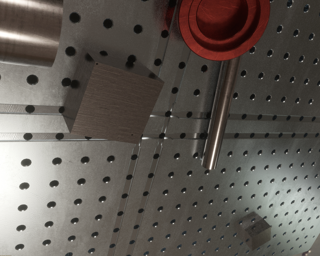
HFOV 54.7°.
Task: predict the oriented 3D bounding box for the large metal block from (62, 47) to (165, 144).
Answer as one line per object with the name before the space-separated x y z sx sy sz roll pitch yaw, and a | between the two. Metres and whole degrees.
large metal block | -0.054 -0.034 0.346 0.081 0.050 0.079 11 113 -34

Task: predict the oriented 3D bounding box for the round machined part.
round machined part | 0.067 -0.128 0.345 0.099 0.042 0.097 -2 122 -3

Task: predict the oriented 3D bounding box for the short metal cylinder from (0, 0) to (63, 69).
short metal cylinder | -0.115 -0.092 0.256 0.050 0.080 0.079 3 117 -30

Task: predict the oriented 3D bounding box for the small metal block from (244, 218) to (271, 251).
small metal block | 0.213 0.233 0.676 0.050 0.025 0.050 -24 128 -14

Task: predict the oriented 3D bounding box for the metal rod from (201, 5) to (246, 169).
metal rod | 0.092 -0.071 0.419 0.025 0.025 0.298 -8 122 -25
